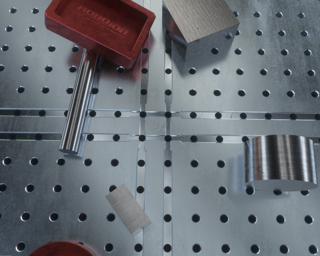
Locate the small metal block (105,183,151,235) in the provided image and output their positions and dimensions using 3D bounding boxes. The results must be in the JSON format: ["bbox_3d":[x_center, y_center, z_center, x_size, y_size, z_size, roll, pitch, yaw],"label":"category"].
[{"bbox_3d":[-0.036,0.096,0.363,0.025,0.050,0.050,-35,74,-12],"label":"small metal block"}]

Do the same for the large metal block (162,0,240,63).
[{"bbox_3d":[0.057,-0.155,0.456,0.080,0.050,0.080,-23,72,-9],"label":"large metal block"}]

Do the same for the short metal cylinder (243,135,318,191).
[{"bbox_3d":[0.141,0.044,0.368,0.081,0.080,0.050,4,70,1],"label":"short metal cylinder"}]

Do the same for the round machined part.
[{"bbox_3d":[-0.112,0.175,0.337,0.099,0.042,0.098,0,70,-1],"label":"round machined part"}]

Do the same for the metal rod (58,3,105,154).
[{"bbox_3d":[-0.099,-0.109,0.450,0.025,0.025,0.299,7,70,2],"label":"metal rod"}]

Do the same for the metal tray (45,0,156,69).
[{"bbox_3d":[-0.082,-0.152,0.438,0.131,0.030,0.090,25,66,-11],"label":"metal tray"}]
